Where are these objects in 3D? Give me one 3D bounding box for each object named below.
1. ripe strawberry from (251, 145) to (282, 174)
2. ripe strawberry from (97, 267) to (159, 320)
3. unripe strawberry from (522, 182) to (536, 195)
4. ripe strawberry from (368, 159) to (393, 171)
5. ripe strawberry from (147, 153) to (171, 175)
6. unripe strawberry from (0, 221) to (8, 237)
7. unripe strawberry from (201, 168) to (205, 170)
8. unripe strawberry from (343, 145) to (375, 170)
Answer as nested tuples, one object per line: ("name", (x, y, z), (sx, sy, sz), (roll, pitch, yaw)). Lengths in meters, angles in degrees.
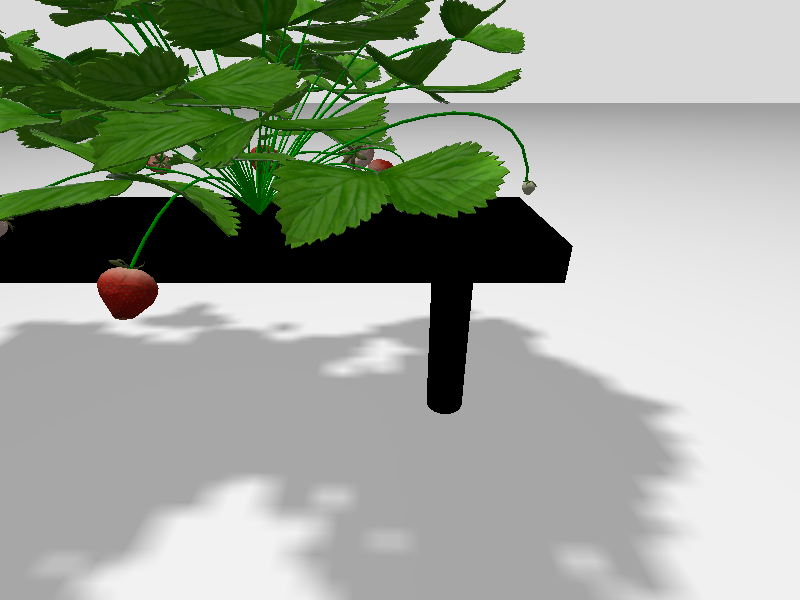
("ripe strawberry", (-0.168, -0.177, 0.506), (0.041, 0.036, 0.037), (-6, 23, -12))
("ripe strawberry", (-0.132, -0.003, 0.194), (0.025, 0.025, 0.021), (1, -13, 2))
("unripe strawberry", (0.110, -0.096, 0.344), (0.011, 0.011, 0.011), (0, 28, 0))
("ripe strawberry", (-0.018, -0.130, 0.419), (0.033, 0.035, 0.031), (-18, 33, -33))
("ripe strawberry", (-0.314, -0.177, 0.520), (0.027, 0.029, 0.029), (-25, 23, -38))
("unripe strawberry", (-0.299, -0.054, 0.288), (0.025, 0.022, 0.025), (-26, 33, -10))
("unripe strawberry", (-0.247, -0.168, 0.499), (0.011, 0.011, 0.011), (-19, 33, -31))
("unripe strawberry", (-0.054, -0.202, 0.542), (0.042, 0.048, 0.046), (8, 28, 15))
